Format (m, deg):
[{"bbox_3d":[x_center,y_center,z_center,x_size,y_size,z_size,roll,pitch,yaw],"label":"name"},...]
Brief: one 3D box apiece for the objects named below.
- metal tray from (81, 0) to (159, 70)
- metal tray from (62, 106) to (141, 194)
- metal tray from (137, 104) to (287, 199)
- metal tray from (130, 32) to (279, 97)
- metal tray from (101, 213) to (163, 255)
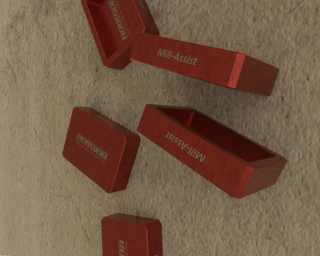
[{"bbox_3d":[-0.062,-0.162,0.450,0.090,0.030,0.130,-33,70,34],"label":"metal tray"},{"bbox_3d":[-0.095,0.030,0.477,0.130,0.030,0.089,28,107,36],"label":"metal tray"},{"bbox_3d":[0.051,0.017,0.318,0.130,0.091,0.030,33,110,35],"label":"metal tray"},{"bbox_3d":[0.044,-0.067,0.324,0.130,0.091,0.030,24,105,37],"label":"metal tray"},{"bbox_3d":[-0.039,0.191,0.432,0.090,0.030,0.129,-5,87,39],"label":"metal tray"}]
